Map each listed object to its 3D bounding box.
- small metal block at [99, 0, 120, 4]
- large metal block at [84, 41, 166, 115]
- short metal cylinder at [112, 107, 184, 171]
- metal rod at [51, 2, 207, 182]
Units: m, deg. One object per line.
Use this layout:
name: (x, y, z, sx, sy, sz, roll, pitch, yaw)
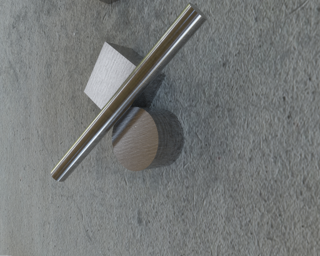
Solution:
small metal block: (-0.077, -0.207, 0.452, 0.050, 0.050, 0.025, 0, 90, 40)
large metal block: (-0.051, -0.062, 0.431, 0.080, 0.050, 0.080, 43, 116, 31)
short metal cylinder: (-0.016, 0.013, 0.402, 0.080, 0.050, 0.080, 0, 90, 40)
metal rod: (-0.054, -0.026, 0.384, 0.299, 0.025, 0.025, -45, 63, 28)
